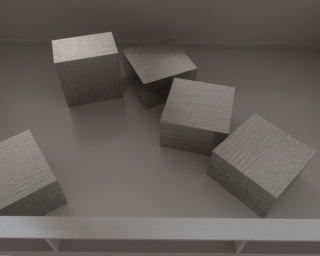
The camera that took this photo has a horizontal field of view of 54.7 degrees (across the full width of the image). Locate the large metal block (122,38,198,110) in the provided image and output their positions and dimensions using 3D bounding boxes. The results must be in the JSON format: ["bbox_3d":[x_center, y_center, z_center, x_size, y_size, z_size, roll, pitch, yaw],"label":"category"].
[{"bbox_3d":[-0.002,-0.082,0.458,0.081,0.050,0.080,-19,53,-16],"label":"large metal block"}]

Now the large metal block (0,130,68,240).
[{"bbox_3d":[-0.160,0.060,0.336,0.081,0.050,0.080,-28,56,-22],"label":"large metal block"}]

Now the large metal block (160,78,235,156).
[{"bbox_3d":[0.049,-0.014,0.402,0.080,0.050,0.080,11,51,8],"label":"large metal block"}]

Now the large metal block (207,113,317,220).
[{"bbox_3d":[0.114,0.041,0.356,0.080,0.050,0.080,-37,59,-27],"label":"large metal block"}]

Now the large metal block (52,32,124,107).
[{"bbox_3d":[-0.099,-0.081,0.437,0.081,0.080,0.050,-12,51,-10],"label":"large metal block"}]
